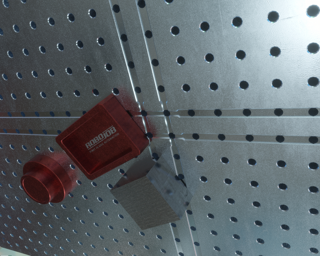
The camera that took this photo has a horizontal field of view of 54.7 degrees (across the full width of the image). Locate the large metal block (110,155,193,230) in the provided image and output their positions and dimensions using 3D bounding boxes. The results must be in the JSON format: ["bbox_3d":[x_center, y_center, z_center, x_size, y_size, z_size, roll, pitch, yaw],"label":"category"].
[{"bbox_3d":[-0.012,0.098,0.462,0.080,0.050,0.080,-29,103,37],"label":"large metal block"}]

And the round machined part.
[{"bbox_3d":[-0.219,0.103,0.580,0.098,0.042,0.097,13,124,21],"label":"round machined part"}]

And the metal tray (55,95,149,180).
[{"bbox_3d":[-0.090,0.019,0.467,0.130,0.030,0.090,-31,102,38],"label":"metal tray"}]
